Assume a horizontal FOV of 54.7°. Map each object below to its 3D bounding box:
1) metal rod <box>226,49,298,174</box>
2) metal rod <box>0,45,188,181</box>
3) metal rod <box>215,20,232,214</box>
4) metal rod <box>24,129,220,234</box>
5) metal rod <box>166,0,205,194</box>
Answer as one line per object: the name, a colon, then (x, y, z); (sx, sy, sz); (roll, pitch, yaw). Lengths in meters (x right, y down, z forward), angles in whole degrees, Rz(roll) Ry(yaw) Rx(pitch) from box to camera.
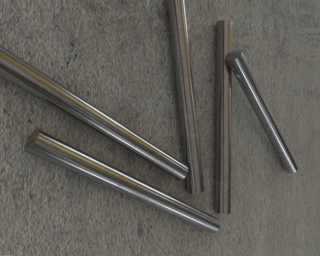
metal rod: (0.188, -0.013, 0.544); (0.300, 0.025, 0.025); (50, 60, -34)
metal rod: (-0.072, -0.010, 0.343); (0.301, 0.025, 0.025); (35, 69, -35)
metal rod: (0.100, -0.017, 0.488); (0.025, 0.025, 0.298); (1, 90, -40)
metal rod: (-0.022, 0.080, 0.386); (0.301, 0.025, 0.025); (34, 69, -35)
metal rod: (0.034, -0.056, 0.433); (0.025, 0.025, 0.298); (-12, 97, -39)
